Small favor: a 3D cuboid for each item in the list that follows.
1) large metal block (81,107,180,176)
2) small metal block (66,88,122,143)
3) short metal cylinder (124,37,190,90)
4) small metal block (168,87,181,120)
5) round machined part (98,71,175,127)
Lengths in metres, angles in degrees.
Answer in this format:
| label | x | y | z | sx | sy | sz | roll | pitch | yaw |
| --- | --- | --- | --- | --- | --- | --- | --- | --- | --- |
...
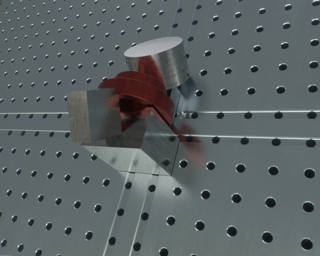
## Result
| label | x | y | z | sx | sy | sz | roll | pitch | yaw |
| --- | --- | --- | --- | --- | --- | --- | --- | --- | --- |
| large metal block | -0.033 | 0.017 | 0.377 | 0.080 | 0.080 | 0.050 | 1 | 62 | 28 |
| small metal block | -0.066 | -0.015 | 0.318 | 0.025 | 0.050 | 0.050 | 2 | 101 | 28 |
| short metal cylinder | -0.003 | -0.088 | 0.425 | 0.080 | 0.050 | 0.080 | -12 | 28 | 7 |
| small metal block | -0.004 | -0.034 | 0.429 | 0.050 | 0.025 | 0.050 | 1 | 62 | 28 |
| round machined part | -0.029 | -0.034 | 0.382 | 0.098 | 0.098 | 0.042 | 1 | 62 | 28 |
